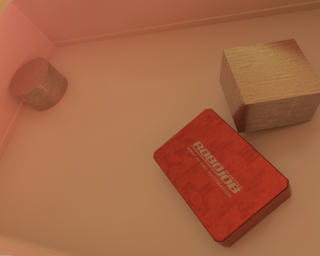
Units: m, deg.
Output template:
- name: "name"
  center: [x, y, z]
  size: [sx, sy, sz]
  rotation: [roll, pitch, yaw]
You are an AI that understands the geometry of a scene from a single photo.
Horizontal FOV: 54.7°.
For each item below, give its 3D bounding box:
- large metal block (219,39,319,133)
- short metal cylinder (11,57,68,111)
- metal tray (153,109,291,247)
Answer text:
- name: "large metal block"
  center: [0.117, -0.047, 0.341]
  size: [0.081, 0.050, 0.080]
  rotation: [-9, 55, -2]
- name: "short metal cylinder"
  center: [-0.212, -0.077, 0.545]
  size: [0.080, 0.050, 0.080]
  rotation: [-13, 56, 20]
- name: "metal tray"
  center: [0.062, 0.048, 0.340]
  size: [0.090, 0.030, 0.130]
  rotation: [-40, 51, 0]
